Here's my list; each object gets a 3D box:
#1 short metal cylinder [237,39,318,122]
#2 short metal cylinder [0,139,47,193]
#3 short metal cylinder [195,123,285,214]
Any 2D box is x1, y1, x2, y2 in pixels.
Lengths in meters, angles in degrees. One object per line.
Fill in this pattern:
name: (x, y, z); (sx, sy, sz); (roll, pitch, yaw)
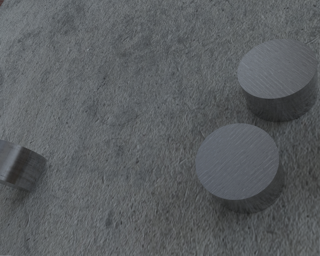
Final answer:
short metal cylinder: (0.133, -0.053, 0.350); (0.080, 0.050, 0.080); (-13, 56, 21)
short metal cylinder: (-0.213, 0.056, 0.446); (0.080, 0.080, 0.050); (4, 64, 30)
short metal cylinder: (0.083, 0.042, 0.319); (0.080, 0.050, 0.080); (-13, 56, 21)
